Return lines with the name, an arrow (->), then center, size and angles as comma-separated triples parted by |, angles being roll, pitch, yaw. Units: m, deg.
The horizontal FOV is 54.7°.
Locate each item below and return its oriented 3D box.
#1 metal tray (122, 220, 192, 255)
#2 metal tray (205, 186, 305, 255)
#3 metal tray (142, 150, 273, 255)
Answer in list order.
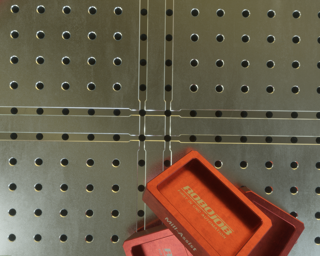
metal tray -> 0.018, 0.189, 0.389 | 0.090, 0.030, 0.129 | -23, 84, 19
metal tray -> 0.116, 0.156, 0.412 | 0.090, 0.030, 0.130 | 32, 90, -1
metal tray -> 0.054, 0.097, 0.367 | 0.091, 0.030, 0.130 | -32, 65, -35
